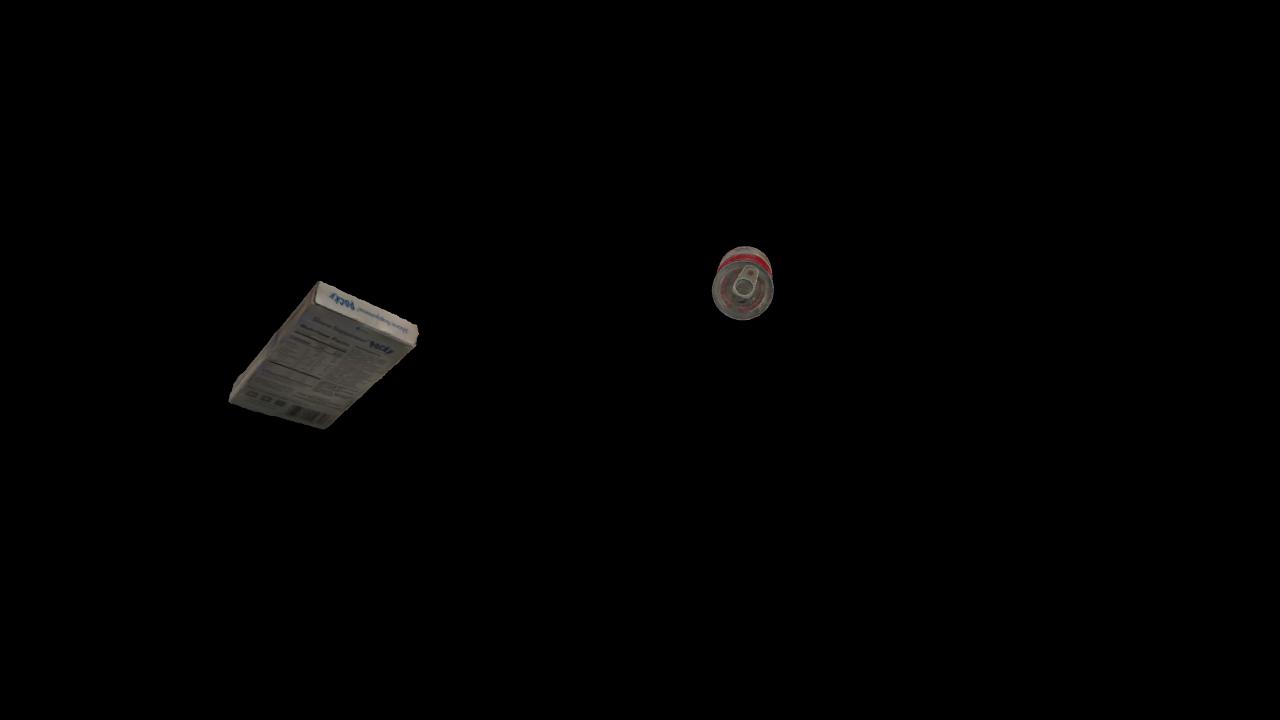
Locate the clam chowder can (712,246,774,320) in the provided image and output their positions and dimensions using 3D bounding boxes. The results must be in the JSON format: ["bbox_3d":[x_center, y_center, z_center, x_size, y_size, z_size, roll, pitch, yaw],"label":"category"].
[{"bbox_3d":[0.121,-0.093,0.718,0.068,0.068,0.102,0,20,11],"label":"clam chowder can"}]

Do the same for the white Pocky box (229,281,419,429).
[{"bbox_3d":[-0.262,0.003,0.506,0.154,0.028,0.084,-35,-44,29],"label":"white Pocky box"}]
